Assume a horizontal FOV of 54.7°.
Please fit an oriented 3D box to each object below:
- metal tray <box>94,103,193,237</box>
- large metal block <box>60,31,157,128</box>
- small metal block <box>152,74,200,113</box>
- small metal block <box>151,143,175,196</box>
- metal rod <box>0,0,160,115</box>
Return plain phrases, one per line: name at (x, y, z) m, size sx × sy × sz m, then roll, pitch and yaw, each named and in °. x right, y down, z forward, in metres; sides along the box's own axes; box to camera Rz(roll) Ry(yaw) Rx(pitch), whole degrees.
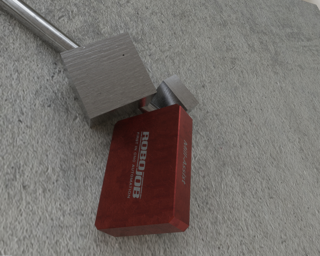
metal tray at (-0.014, 0.043, 0.328) m, size 0.030 × 0.090 × 0.130 m, roll 45°, pitch 40°, yaw -44°
large metal block at (-0.061, -0.056, 0.367) m, size 0.081 × 0.050 × 0.080 m, roll -24°, pitch 84°, yaw -17°
small metal block at (0.017, -0.036, 0.421) m, size 0.025 × 0.050 × 0.050 m, roll -32°, pitch 80°, yaw -38°
small metal block at (0.001, 0.047, 0.361) m, size 0.025 × 0.050 × 0.050 m, roll -23°, pitch 74°, yaw -37°
metal rod at (-0.115, -0.100, 0.403) m, size 0.301 × 0.025 × 0.025 m, roll 38°, pitch 51°, yaw -3°
